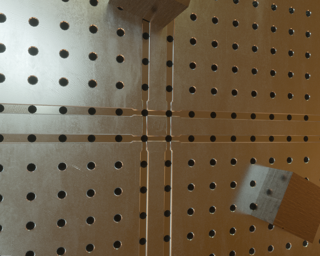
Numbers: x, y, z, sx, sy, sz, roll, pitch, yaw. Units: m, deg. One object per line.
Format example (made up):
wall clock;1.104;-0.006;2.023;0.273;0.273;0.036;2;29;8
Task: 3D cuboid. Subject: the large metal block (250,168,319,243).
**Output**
large metal block;0.199;0.116;0.472;0.080;0.050;0.080;28;81;-18

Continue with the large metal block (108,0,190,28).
large metal block;-0.010;-0.174;0.379;0.080;0.080;0.050;18;84;-19
